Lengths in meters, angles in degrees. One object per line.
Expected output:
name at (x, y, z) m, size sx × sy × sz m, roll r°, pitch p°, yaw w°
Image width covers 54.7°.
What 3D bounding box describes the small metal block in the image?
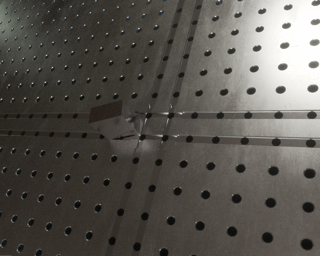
small metal block at (-0.062, -0.010, 0.429) m, size 0.050 × 0.050 × 0.025 m, roll -13°, pitch 57°, yaw 21°
